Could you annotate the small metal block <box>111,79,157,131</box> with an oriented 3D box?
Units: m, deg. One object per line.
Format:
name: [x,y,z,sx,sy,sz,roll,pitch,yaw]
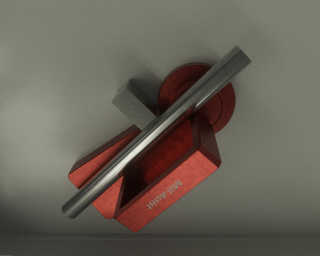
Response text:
small metal block: [-0.030,-0.030,0.385,0.025,0.050,0.050,-43,105,14]

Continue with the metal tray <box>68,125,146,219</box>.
metal tray: [-0.047,0.059,0.428,0.130,0.030,0.090,-33,107,11]

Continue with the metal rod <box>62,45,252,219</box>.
metal rod: [-0.016,0.016,0.374,0.299,0.025,0.025,-42,105,18]

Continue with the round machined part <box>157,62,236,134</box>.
round machined part: [0.046,-0.031,0.390,0.099,0.042,0.097,0,110,-1]

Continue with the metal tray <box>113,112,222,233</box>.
metal tray: [0.006,0.047,0.352,0.030,0.090,0.130,41,111,-17]
